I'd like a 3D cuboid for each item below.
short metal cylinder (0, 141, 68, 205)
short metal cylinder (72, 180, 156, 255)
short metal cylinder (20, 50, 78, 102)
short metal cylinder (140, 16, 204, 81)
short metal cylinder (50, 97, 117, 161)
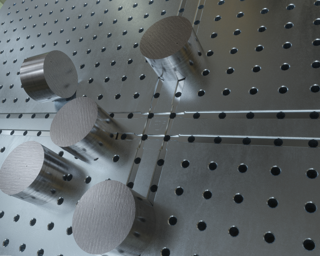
[{"bbox_3d":[-0.182,0.065,0.448,0.080,0.050,0.080,-13,56,21],"label":"short metal cylinder"},{"bbox_3d":[-0.052,0.106,0.354,0.080,0.050,0.080,-13,56,21],"label":"short metal cylinder"},{"bbox_3d":[-0.185,-0.086,0.523,0.050,0.080,0.080,-7,59,25],"label":"short metal cylinder"},{"bbox_3d":[0.018,-0.116,0.454,0.080,0.050,0.080,-13,56,21],"label":"short metal cylinder"},{"bbox_3d":[-0.110,0.002,0.449,0.080,0.050,0.080,-13,56,21],"label":"short metal cylinder"}]
